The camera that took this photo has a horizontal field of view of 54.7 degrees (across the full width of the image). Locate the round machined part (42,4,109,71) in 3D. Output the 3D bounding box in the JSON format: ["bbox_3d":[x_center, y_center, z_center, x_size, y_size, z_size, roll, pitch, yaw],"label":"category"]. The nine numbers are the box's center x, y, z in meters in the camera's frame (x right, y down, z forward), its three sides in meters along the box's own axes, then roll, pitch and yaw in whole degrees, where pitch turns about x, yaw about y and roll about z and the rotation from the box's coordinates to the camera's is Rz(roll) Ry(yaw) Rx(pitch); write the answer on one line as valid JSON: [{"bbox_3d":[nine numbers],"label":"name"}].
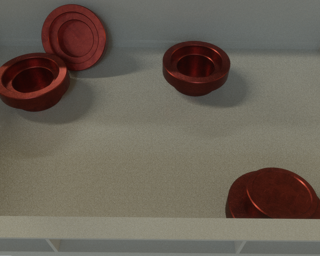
[{"bbox_3d":[-0.129,-0.140,0.486,0.099,0.097,0.042,3,13,2],"label":"round machined part"}]

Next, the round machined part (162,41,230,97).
[{"bbox_3d":[0.053,-0.085,0.467,0.099,0.042,0.098,0,50,0],"label":"round machined part"}]

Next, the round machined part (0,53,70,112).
[{"bbox_3d":[-0.178,-0.061,0.443,0.099,0.042,0.098,0,50,0],"label":"round machined part"}]

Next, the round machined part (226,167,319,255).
[{"bbox_3d":[0.120,0.079,0.318,0.099,0.042,0.098,1,40,0],"label":"round machined part"}]
